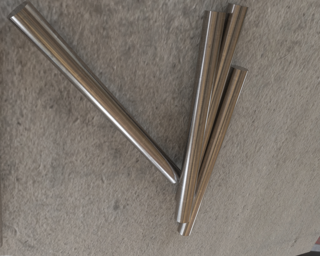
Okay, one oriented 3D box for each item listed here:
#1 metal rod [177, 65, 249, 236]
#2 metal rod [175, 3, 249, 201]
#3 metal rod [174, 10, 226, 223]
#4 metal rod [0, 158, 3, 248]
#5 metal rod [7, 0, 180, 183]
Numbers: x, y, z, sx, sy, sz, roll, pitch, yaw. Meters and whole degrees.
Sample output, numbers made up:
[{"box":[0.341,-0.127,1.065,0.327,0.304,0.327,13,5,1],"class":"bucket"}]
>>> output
[{"box":[0.075,0.050,0.480,0.025,0.025,0.298,-1,119,-28],"class":"metal rod"},{"box":[0.065,-0.016,0.434,0.025,0.025,0.298,-2,120,-28],"class":"metal rod"},{"box":[0.049,0.001,0.417,0.025,0.025,0.298,-5,115,-26],"class":"metal rod"},{"box":[-0.179,0.013,0.317,0.025,0.025,0.298,-2,120,-28],"class":"metal rod"},{"box":[-0.051,-0.016,0.369,0.025,0.025,0.300,-41,130,-1],"class":"metal rod"}]
